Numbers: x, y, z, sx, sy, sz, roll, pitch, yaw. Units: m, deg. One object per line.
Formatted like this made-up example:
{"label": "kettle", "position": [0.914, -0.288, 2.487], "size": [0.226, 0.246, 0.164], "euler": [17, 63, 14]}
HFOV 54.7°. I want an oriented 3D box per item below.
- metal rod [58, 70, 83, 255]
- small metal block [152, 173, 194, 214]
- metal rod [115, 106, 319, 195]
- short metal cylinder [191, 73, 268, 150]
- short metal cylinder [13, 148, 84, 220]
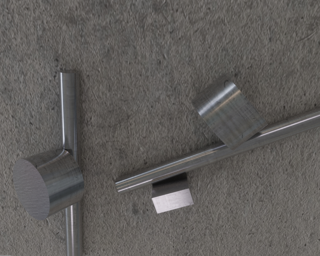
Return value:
{"label": "metal rod", "position": [-0.123, 0.069, 0.434], "size": [0.025, 0.025, 0.298], "euler": [4, 110, -2]}
{"label": "small metal block", "position": [0.017, 0.087, 0.429], "size": [0.050, 0.050, 0.025], "euler": [-16, 109, 6]}
{"label": "metal rod", "position": [0.082, 0.031, 0.422], "size": [0.301, 0.025, 0.025], "euler": [-20, 109, 7]}
{"label": "short metal cylinder", "position": [0.083, -0.019, 0.374], "size": [0.050, 0.080, 0.080], "euler": [-40, 106, 13]}
{"label": "short metal cylinder", "position": [-0.144, 0.071, 0.401], "size": [0.080, 0.050, 0.079], "euler": [13, 111, 36]}
